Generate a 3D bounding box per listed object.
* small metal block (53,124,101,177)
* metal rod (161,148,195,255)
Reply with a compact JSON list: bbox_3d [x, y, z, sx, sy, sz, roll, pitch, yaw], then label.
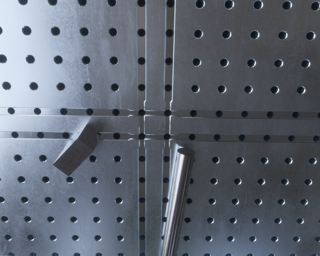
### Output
[{"bbox_3d":[-0.108,0.028,0.409,0.025,0.050,0.050,42,105,-14],"label":"small metal block"},{"bbox_3d":[0.018,0.171,0.476,0.025,0.025,0.298,6,110,-3],"label":"metal rod"}]
